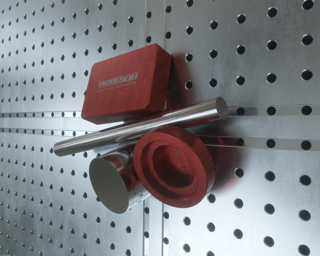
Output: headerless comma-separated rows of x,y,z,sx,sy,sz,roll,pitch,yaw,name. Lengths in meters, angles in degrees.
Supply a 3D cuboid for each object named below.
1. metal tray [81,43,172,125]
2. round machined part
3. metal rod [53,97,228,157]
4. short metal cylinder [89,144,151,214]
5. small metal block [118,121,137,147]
-0.049,-0.056,0.426,0.130,0.030,0.090,-6,67,39,metal tray
0.020,0.041,0.365,0.098,0.042,0.097,16,120,29,round machined part
-0.050,0.007,0.414,0.300,0.025,0.025,-14,82,38,metal rod
-0.051,0.067,0.417,0.080,0.050,0.079,21,122,38,short metal cylinder
-0.030,0.015,0.443,0.050,0.025,0.050,23,104,37,small metal block
